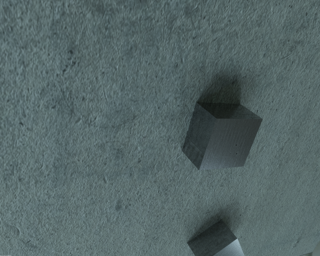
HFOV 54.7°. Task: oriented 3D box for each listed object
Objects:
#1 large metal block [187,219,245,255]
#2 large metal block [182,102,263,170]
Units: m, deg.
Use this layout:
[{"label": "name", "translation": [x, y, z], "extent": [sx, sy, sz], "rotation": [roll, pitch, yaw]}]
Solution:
[{"label": "large metal block", "translation": [0.109, 0.236, 0.596], "extent": [0.080, 0.050, 0.080], "rotation": [-32, 129, -8]}, {"label": "large metal block", "translation": [0.087, 0.011, 0.445], "extent": [0.081, 0.050, 0.079], "rotation": [0, 119, -28]}]
